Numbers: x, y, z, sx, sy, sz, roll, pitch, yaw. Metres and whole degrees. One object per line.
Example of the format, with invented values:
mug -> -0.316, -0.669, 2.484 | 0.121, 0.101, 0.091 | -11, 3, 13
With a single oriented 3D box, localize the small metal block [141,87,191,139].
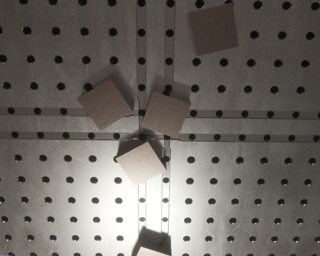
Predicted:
small metal block -> 0.007, -0.020, 0.406 | 0.050, 0.025, 0.050 | 19, 109, -7

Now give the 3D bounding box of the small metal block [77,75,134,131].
small metal block -> -0.069, -0.033, 0.400 | 0.050, 0.025, 0.050 | -30, 108, 10

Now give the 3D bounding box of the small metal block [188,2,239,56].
small metal block -> 0.063, -0.118, 0.371 | 0.050, 0.025, 0.050 | -12, 110, 4

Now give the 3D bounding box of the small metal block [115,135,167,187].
small metal block -> -0.025, 0.045, 0.430 | 0.050, 0.025, 0.050 | -28, 108, 9

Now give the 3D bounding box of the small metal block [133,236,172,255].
small metal block -> -0.015, 0.205, 0.489 | 0.050, 0.025, 0.050 | 21, 109, -8
